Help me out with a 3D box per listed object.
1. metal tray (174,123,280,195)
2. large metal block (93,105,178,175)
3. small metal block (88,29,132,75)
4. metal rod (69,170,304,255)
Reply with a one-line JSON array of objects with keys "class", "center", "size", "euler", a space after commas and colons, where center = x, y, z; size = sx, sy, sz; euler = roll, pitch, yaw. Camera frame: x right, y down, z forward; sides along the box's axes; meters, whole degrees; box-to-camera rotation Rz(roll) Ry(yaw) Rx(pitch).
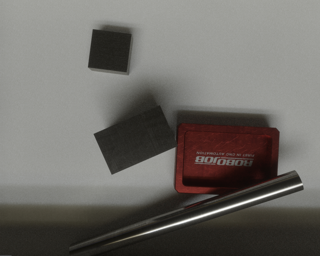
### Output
[{"class": "metal tray", "center": [0.086, 0.041, 0.410], "size": [0.131, 0.030, 0.089], "euler": [3, 90, -1]}, {"class": "large metal block", "center": [-0.027, 0.013, 0.384], "size": [0.080, 0.080, 0.050], "euler": [-24, 90, 0]}, {"class": "small metal block", "center": [-0.065, -0.099, 0.411], "size": [0.050, 0.025, 0.050], "euler": [7, 90, -1]}, {"class": "metal rod", "center": [0.026, 0.114, 0.391], "size": [0.301, 0.025, 0.025], "euler": [-20, 90, 7]}]
